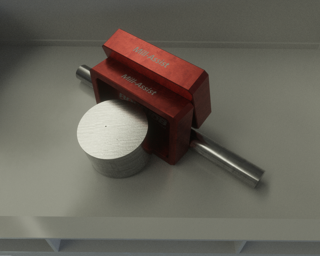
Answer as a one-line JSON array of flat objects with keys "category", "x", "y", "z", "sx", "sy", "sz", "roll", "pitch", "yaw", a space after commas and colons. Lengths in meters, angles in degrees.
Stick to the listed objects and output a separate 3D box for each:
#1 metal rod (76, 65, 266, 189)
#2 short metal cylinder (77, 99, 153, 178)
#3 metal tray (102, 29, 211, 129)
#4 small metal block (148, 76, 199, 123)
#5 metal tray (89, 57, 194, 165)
[{"category": "metal rod", "x": -0.002, "y": -0.013, "z": 0.416, "sx": 0.300, "sy": 0.025, "sz": 0.025, "roll": 32, "pitch": 57, "yaw": 23}, {"category": "short metal cylinder", "x": -0.051, "y": 0.013, "z": 0.368, "sx": 0.080, "sy": 0.050, "sz": 0.080, "roll": -3, "pitch": 57, "yaw": 4}, {"category": "metal tray", "x": -0.002, "y": -0.058, "z": 0.377, "sx": 0.130, "sy": 0.090, "sz": 0.030, "roll": 32, "pitch": 74, "yaw": 23}, {"category": "small metal block", "x": 0.019, "y": -0.042, "z": 0.438, "sx": 0.050, "sy": 0.025, "sz": 0.050, "roll": 33, "pitch": 57, "yaw": 24}, {"category": "metal tray", "x": -0.024, "y": -0.020, "z": 0.378, "sx": 0.130, "sy": 0.089, "sz": 0.030, "roll": 32, "pitch": 57, "yaw": 23}]
